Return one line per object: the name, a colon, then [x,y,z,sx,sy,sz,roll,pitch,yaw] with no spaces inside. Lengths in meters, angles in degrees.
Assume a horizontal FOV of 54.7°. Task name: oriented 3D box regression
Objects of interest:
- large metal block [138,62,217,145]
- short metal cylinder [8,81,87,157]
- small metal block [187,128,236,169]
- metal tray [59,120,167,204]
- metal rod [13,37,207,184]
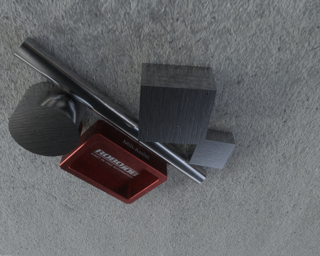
large metal block: [0.017,-0.028,0.369,0.081,0.050,0.079,3,130,-3]
short metal cylinder: [-0.135,-0.011,0.381,0.081,0.050,0.079,0,130,0]
small metal block: [0.071,0.028,0.434,0.050,0.025,0.050,10,130,-9]
metal tray: [-0.064,0.054,0.451,0.130,0.030,0.090,36,121,-27]
metal rod: [-0.044,-0.007,0.401,0.025,0.025,0.301,-37,122,27]
